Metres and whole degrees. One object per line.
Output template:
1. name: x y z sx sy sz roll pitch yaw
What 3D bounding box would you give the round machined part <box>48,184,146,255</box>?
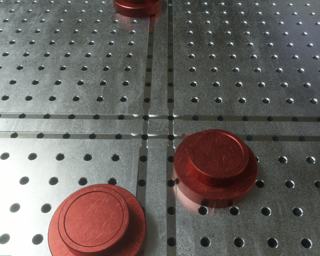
1. round machined part: -0.063 0.099 0.313 0.099 0.042 0.098 0 50 0

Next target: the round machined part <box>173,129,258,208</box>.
1. round machined part: 0.065 0.040 0.364 0.099 0.042 0.098 0 50 0

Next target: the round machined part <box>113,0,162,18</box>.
1. round machined part: -0.045 -0.266 0.620 0.099 0.042 0.098 0 50 0
